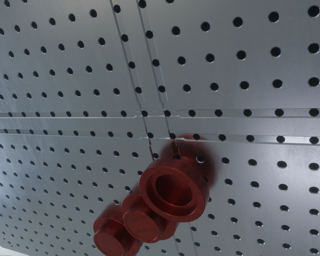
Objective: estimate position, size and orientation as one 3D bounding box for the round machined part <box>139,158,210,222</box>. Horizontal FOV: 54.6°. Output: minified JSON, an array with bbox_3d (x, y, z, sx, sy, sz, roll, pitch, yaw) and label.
[{"bbox_3d":[0.023,0.082,0.439,0.098,0.042,0.097,13,124,21],"label":"round machined part"}]

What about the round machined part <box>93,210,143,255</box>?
[{"bbox_3d":[-0.082,0.202,0.569,0.098,0.042,0.097,13,124,21],"label":"round machined part"}]

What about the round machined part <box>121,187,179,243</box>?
[{"bbox_3d":[-0.021,0.147,0.503,0.098,0.042,0.097,13,124,21],"label":"round machined part"}]
